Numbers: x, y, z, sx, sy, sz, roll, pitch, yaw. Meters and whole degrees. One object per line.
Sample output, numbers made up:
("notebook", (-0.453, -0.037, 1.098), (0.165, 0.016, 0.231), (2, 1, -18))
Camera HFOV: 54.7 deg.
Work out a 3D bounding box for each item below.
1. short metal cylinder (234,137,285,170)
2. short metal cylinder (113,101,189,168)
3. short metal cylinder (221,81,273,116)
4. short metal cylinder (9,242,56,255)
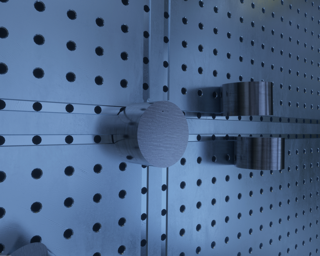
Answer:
("short metal cylinder", (0.164, 0.040, 0.514), (0.081, 0.080, 0.050), (1, 89, -40))
("short metal cylinder", (-0.010, 0.007, 0.386), (0.081, 0.050, 0.079), (0, 91, -40))
("short metal cylinder", (0.137, -0.044, 0.491), (0.081, 0.080, 0.050), (-3, 92, -40))
("short metal cylinder", (-0.118, 0.152, 0.276), (0.080, 0.080, 0.050), (-47, 119, -30))
